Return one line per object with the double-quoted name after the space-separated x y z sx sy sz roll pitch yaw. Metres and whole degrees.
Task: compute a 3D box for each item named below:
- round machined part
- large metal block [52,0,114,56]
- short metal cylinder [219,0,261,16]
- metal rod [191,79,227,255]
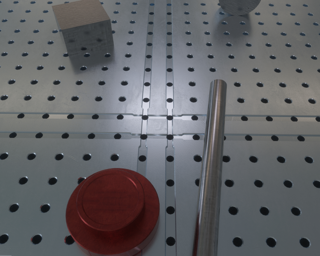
-0.050 0.083 0.326 0.099 0.042 0.098 0 50 0 "round machined part"
-0.134 -0.179 0.541 0.081 0.050 0.080 -18 53 -15 "large metal block"
0.153 -0.267 0.597 0.080 0.080 0.050 4 50 3 "short metal cylinder"
0.061 0.050 0.365 0.025 0.025 0.300 8 50 6 "metal rod"
